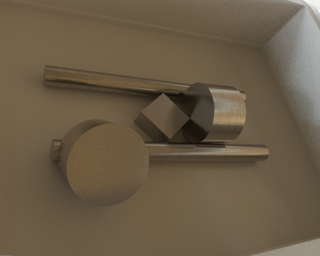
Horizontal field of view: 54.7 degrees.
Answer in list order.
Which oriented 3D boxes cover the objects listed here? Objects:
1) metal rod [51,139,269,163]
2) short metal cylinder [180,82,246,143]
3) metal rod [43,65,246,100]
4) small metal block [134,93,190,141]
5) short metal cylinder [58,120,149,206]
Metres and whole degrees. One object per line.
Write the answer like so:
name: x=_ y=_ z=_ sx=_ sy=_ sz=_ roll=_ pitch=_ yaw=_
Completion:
metal rod: x=0.020 y=0.031 z=0.397 sx=0.303 sy=0.025 sz=0.025 roll=3 pitch=61 yaw=-27
short metal cylinder: x=0.069 y=-0.019 z=0.420 sx=0.050 sy=0.080 sz=0.080 roll=2 pitch=61 yaw=-28
metal rod: x=-0.003 y=-0.055 z=0.437 sx=0.303 sy=0.025 sz=0.025 roll=3 pitch=61 yaw=-27
small metal block: x=0.003 y=-0.011 z=0.413 sx=0.050 sy=0.025 sz=0.050 roll=44 pitch=51 yaw=2
short metal cylinder: x=-0.058 y=0.033 z=0.315 sx=0.081 sy=0.050 sz=0.079 roll=-3 pitch=97 yaw=-27
